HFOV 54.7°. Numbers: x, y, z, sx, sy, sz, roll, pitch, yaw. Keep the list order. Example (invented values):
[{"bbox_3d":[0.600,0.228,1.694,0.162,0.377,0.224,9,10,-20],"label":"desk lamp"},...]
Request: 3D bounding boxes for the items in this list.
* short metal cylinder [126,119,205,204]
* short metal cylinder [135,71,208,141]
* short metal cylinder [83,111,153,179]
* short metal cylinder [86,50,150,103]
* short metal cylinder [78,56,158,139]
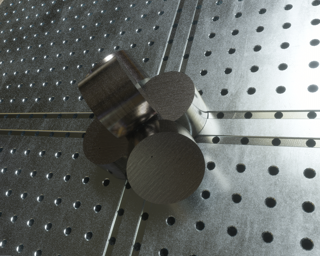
[{"bbox_3d":[0.004,0.035,0.339,0.080,0.080,0.050,-35,16,5],"label":"short metal cylinder"},{"bbox_3d":[0.015,-0.026,0.398,0.080,0.050,0.080,-13,56,20],"label":"short metal cylinder"},{"bbox_3d":[-0.052,0.020,0.405,0.080,0.050,0.080,-13,56,20],"label":"short metal cylinder"},{"bbox_3d":[-0.059,-0.062,0.431,0.080,0.080,0.050,-39,85,1],"label":"short metal cylinder"},{"bbox_3d":[-0.046,-0.034,0.351,0.050,0.080,0.080,-36,52,4],"label":"short metal cylinder"}]
